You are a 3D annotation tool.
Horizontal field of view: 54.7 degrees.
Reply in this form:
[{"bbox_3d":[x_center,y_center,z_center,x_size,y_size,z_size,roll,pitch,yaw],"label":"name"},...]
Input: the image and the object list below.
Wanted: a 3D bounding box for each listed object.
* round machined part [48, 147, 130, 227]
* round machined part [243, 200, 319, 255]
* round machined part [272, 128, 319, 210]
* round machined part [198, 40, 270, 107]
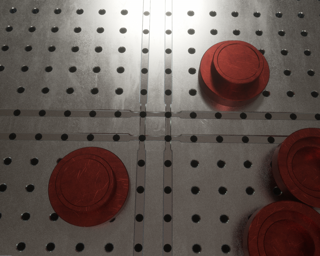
[{"bbox_3d":[-0.087,0.069,0.376,0.099,0.042,0.098,0,70,-1],"label":"round machined part"},{"bbox_3d":[0.144,0.135,0.355,0.099,0.042,0.098,0,70,-1],"label":"round machined part"},{"bbox_3d":[0.189,0.052,0.386,0.099,0.042,0.098,0,70,-1],"label":"round machined part"},{"bbox_3d":[0.105,-0.083,0.434,0.099,0.042,0.098,0,70,-1],"label":"round machined part"}]
